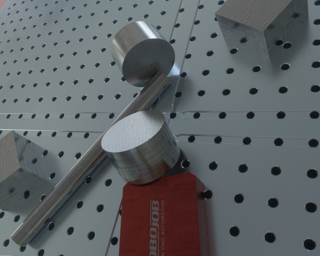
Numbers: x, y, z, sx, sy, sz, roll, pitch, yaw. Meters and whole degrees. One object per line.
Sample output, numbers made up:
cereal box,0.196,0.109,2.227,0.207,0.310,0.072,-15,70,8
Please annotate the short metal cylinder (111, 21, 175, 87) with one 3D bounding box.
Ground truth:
short metal cylinder,-0.025,-0.107,0.452,0.080,0.080,0.050,-35,51,5

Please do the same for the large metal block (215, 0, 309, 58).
large metal block,0.136,-0.152,0.414,0.080,0.050,0.080,-47,51,-5

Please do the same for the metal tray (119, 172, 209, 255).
metal tray,0.003,0.118,0.331,0.090,0.030,0.130,-13,56,20

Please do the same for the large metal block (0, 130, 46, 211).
large metal block,-0.232,0.065,0.475,0.080,0.050,0.080,-37,51,3

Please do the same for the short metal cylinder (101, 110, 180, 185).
short metal cylinder,-0.022,0.021,0.372,0.080,0.050,0.080,-19,30,12

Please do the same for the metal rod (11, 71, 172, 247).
metal rod,-0.091,0.038,0.432,0.300,0.025,0.025,-49,51,-7
